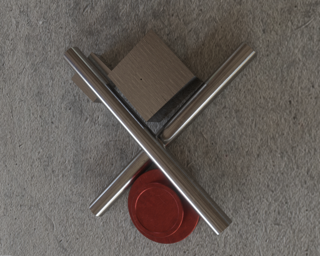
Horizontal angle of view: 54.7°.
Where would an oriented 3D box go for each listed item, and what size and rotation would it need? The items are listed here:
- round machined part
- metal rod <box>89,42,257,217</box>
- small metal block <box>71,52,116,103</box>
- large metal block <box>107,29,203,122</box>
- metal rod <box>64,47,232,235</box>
[{"bbox_3d":[0.003,0.101,0.399,0.098,0.042,0.097,0,90,19],"label":"round machined part"},{"bbox_3d":[0.009,0.010,0.408,0.025,0.025,0.299,46,104,14],"label":"metal rod"},{"bbox_3d":[-0.089,-0.071,0.442,0.050,0.025,0.050,45,103,14],"label":"small metal block"},{"bbox_3d":[-0.005,-0.064,0.399,0.080,0.050,0.080,-43,77,14],"label":"large metal block"},{"bbox_3d":[-0.024,0.007,0.391,0.025,0.025,0.300,-45,77,14],"label":"metal rod"}]
